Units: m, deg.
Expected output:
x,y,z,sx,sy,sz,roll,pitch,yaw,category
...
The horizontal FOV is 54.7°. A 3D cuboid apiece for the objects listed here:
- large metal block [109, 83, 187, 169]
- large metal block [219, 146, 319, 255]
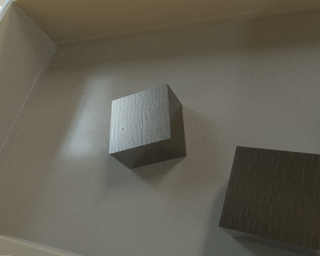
x,y,z,sx,sy,sz,roll,pitch,yaw,category
-0.015,-0.001,0.398,0.080,0.050,0.080,-15,55,19,large metal block
0.109,0.067,0.291,0.080,0.050,0.080,5,64,30,large metal block
